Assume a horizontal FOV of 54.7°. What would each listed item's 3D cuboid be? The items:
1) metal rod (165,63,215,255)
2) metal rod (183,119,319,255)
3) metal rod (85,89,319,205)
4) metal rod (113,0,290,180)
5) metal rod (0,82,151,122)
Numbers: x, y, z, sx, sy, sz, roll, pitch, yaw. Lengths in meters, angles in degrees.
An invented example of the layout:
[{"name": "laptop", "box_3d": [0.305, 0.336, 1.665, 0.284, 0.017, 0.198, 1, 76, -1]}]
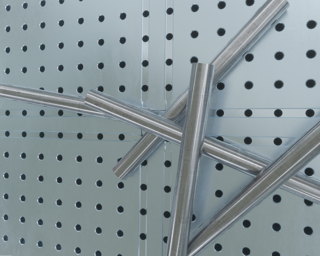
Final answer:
[{"name": "metal rod", "box_3d": [0.029, 0.077, 0.359, 0.025, 0.025, 0.298, 10, 99, 19]}, {"name": "metal rod", "box_3d": [0.096, 0.083, 0.350, 0.025, 0.025, 0.299, 46, 114, 14]}, {"name": "metal rod", "box_3d": [0.046, 0.018, 0.375, 0.301, 0.025, 0.025, 23, 98, 10]}, {"name": "metal rod", "box_3d": [0.043, -0.043, 0.396, 0.025, 0.025, 0.299, 46, 104, 14]}, {"name": "metal rod", "box_3d": [-0.157, -0.041, 0.466, 0.301, 0.025, 0.025, 11, 94, 19]}]
